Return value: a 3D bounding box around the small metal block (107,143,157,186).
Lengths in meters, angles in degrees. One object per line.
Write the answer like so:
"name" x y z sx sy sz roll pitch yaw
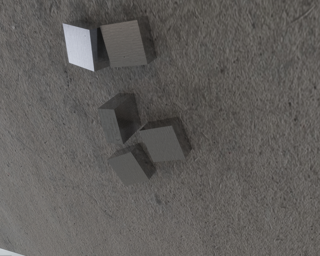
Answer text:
"small metal block" -0.042 0.055 0.463 0.050 0.025 0.050 -21 108 36

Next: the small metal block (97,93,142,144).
"small metal block" -0.052 -0.013 0.410 0.025 0.050 0.050 4 120 26

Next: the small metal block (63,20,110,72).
"small metal block" -0.091 -0.103 0.383 0.050 0.025 0.050 23 129 33

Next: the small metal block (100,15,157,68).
"small metal block" -0.036 -0.101 0.364 0.050 0.025 0.050 1 119 27

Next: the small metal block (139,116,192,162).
"small metal block" 0.008 0.016 0.412 0.050 0.025 0.050 -9 114 32
